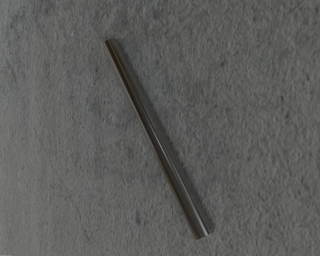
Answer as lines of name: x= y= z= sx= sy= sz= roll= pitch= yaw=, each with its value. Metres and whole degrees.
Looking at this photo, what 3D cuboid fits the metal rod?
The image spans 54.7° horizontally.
metal rod: x=-0.011 y=0.000 z=0.411 sx=0.025 sy=0.025 sz=0.299 roll=-40 pitch=66 yaw=32
